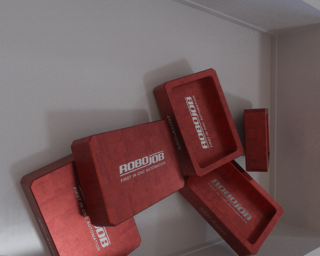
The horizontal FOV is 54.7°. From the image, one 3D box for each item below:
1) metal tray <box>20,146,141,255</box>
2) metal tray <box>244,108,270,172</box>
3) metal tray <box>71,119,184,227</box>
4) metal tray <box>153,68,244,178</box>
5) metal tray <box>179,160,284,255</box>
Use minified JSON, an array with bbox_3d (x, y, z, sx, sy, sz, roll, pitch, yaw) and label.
[{"bbox_3d":[-0.080,0.094,0.336,0.091,0.030,0.129,-27,107,-37],"label":"metal tray"},{"bbox_3d":[0.157,0.014,0.495,0.131,0.030,0.089,-10,98,-69],"label":"metal tray"},{"bbox_3d":[-0.029,0.044,0.350,0.131,0.030,0.090,-14,89,-52],"label":"metal tray"},{"bbox_3d":[0.055,-0.008,0.425,0.091,0.030,0.129,-22,93,-30],"label":"metal tray"},{"bbox_3d":[0.102,0.103,0.444,0.130,0.030,0.091,46,56,9],"label":"metal tray"}]
